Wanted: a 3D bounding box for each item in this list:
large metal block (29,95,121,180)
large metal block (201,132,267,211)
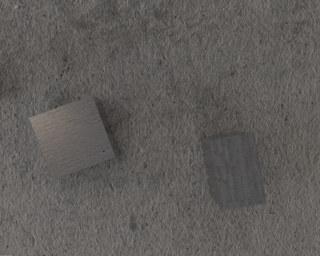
[{"bbox_3d":[-0.105,0.011,0.397,0.080,0.050,0.080,-20,90,0],"label":"large metal block"},{"bbox_3d":[0.087,0.048,0.383,0.050,0.080,0.080,-10,90,0],"label":"large metal block"}]
